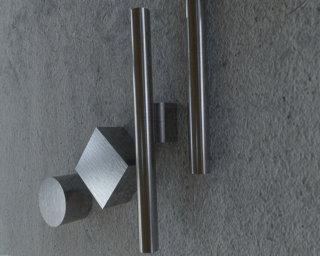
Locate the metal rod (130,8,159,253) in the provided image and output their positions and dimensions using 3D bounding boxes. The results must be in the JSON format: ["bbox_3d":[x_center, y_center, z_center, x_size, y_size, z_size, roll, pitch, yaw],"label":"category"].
[{"bbox_3d":[-0.020,0.002,0.388,0.025,0.025,0.298,-3,88,40],"label":"metal rod"}]

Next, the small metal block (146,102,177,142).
[{"bbox_3d":[-0.005,-0.007,0.409,0.050,0.025,0.050,-1,89,40],"label":"small metal block"}]

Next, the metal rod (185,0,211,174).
[{"bbox_3d":[0.044,-0.096,0.368,0.025,0.025,0.298,-2,89,40],"label":"metal rod"}]

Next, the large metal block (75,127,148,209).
[{"bbox_3d":[-0.067,0.054,0.444,0.080,0.050,0.080,46,117,30],"label":"large metal block"}]

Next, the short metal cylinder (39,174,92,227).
[{"bbox_3d":[-0.160,0.119,0.521,0.080,0.050,0.080,0,90,40],"label":"short metal cylinder"}]
